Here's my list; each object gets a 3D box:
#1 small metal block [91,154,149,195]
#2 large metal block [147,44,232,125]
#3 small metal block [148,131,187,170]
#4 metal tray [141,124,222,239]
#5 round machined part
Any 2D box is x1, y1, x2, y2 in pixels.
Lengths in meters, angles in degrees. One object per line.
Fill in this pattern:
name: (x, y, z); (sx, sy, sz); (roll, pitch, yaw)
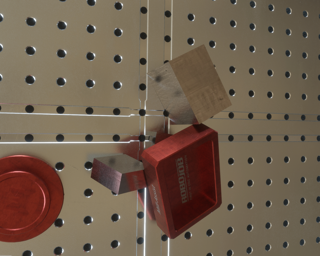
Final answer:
small metal block: (-0.046, 0.054, 0.371); (0.050, 0.050, 0.025); (-2, 108, -50)
large metal block: (0.034, -0.051, 0.397); (0.050, 0.080, 0.080); (-30, 100, -18)
small metal block: (0.011, 0.034, 0.418); (0.050, 0.025, 0.050); (11, 86, -20)
metal tray: (0.032, 0.067, 0.388); (0.091, 0.030, 0.129); (-27, 126, -24)
round machined part: (-0.159, 0.079, 0.345); (0.099, 0.042, 0.097); (0, 90, -21)
